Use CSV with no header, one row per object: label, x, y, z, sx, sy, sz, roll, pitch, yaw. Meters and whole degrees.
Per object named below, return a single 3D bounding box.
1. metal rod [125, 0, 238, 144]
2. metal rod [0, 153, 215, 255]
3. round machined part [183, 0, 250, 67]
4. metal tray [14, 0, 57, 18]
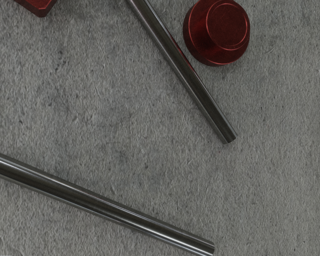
metal rod,0.015,-0.102,0.414,0.025,0.025,0.299,-40,103,-16
metal rod,-0.058,0.105,0.387,0.301,0.025,0.025,28,81,-18
round machined part,0.085,-0.138,0.431,0.099,0.042,0.097,0,90,-20
metal tray,-0.138,-0.207,0.354,0.090,0.030,0.130,33,79,-17
